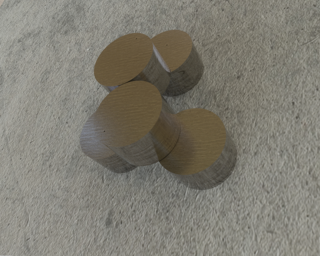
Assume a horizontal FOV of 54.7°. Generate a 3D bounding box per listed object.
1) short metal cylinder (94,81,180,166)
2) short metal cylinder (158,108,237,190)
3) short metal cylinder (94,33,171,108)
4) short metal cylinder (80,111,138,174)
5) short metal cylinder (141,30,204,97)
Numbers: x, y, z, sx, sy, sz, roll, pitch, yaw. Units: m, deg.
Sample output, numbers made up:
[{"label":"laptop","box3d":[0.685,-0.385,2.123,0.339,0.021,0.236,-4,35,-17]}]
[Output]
[{"label":"short metal cylinder","box3d":[-0.024,-0.005,0.340,0.080,0.050,0.080,-13,56,20]},{"label":"short metal cylinder","box3d":[0.042,0.024,0.352,0.080,0.050,0.080,-13,56,21]},{"label":"short metal cylinder","box3d":[-0.034,-0.070,0.385,0.080,0.050,0.080,-13,56,21]},{"label":"short metal cylinder","box3d":[-0.057,0.014,0.411,0.080,0.050,0.080,-13,56,21]},{"label":"short metal cylinder","box3d":[0.016,-0.091,0.437,0.080,0.050,0.080,-13,56,21]}]
